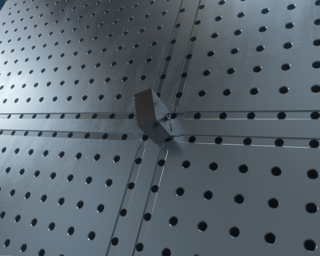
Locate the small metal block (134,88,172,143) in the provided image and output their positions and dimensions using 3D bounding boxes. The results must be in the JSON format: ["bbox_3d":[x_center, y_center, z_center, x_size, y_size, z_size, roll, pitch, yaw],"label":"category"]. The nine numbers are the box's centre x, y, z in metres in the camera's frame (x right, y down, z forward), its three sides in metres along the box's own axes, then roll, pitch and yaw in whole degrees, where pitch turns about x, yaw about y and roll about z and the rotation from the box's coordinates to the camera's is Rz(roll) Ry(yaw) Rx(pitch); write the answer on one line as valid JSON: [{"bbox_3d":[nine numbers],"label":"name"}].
[{"bbox_3d":[-0.009,-0.016,0.407,0.025,0.050,0.050,-20,54,16],"label":"small metal block"}]
